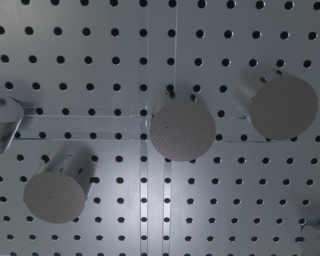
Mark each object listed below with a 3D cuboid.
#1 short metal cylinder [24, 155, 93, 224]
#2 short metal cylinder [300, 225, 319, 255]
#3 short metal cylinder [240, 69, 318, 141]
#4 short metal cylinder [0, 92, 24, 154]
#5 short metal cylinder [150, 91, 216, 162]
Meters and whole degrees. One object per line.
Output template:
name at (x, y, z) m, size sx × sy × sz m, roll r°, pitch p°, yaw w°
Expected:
short metal cylinder at (-0.138, 0.084, 0.430) m, size 0.081 × 0.050 × 0.079 m, roll 0°, pitch 110°, yaw 0°
short metal cylinder at (0.249, 0.184, 0.454) m, size 0.050 × 0.080 × 0.079 m, roll -1°, pitch 110°, yaw 0°
short metal cylinder at (0.147, -0.030, 0.390) m, size 0.081 × 0.050 × 0.079 m, roll 0°, pitch 110°, yaw 0°
short metal cylinder at (-0.217, -0.010, 0.378) m, size 0.080 × 0.080 × 0.050 m, roll 29°, pitch 108°, yaw -10°
short metal cylinder at (0.028, -0.004, 0.399) m, size 0.081 × 0.050 × 0.079 m, roll 0°, pitch 110°, yaw 0°
